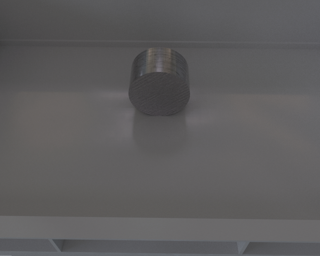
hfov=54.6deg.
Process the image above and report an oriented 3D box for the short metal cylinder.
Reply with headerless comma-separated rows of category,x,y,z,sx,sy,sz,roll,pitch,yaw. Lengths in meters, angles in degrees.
short metal cylinder,0.000,-0.062,0.421,0.080,0.080,0.050,1,50,1
